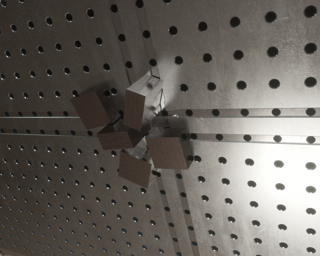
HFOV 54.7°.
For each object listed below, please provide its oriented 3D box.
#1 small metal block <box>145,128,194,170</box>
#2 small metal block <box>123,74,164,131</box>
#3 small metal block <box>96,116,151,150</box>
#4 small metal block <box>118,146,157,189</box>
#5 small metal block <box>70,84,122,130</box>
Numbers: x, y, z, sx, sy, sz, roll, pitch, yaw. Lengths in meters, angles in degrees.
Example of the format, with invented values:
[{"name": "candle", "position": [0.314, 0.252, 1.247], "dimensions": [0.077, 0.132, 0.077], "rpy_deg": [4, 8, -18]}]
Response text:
[{"name": "small metal block", "position": [0.013, 0.028, 0.420], "dimensions": [0.050, 0.025, 0.050], "rpy_deg": [-2, 118, 29]}, {"name": "small metal block", "position": [-0.021, -0.032, 0.385], "dimensions": [0.025, 0.050, 0.050], "rpy_deg": [21, 126, 15]}, {"name": "small metal block", "position": [-0.048, 0.005, 0.422], "dimensions": [0.050, 0.050, 0.025], "rpy_deg": [-5, 116, 30]}, {"name": "small metal block", "position": [-0.032, 0.056, 0.461], "dimensions": [0.050, 0.025, 0.050], "rpy_deg": [21, 126, 15]}, {"name": "small metal block", "position": [-0.091, -0.029, 0.439], "dimensions": [0.050, 0.025, 0.050], "rpy_deg": [-12, 112, 33]}]
